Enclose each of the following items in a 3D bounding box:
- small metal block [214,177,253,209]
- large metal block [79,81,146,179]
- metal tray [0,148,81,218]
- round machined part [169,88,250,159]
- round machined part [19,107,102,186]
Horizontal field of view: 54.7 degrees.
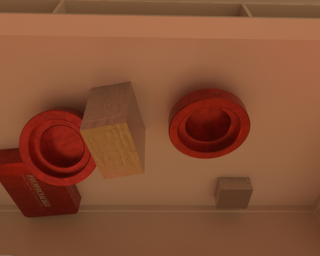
[{"bbox_3d":[0.118,0.105,0.501,0.050,0.025,0.050,0,130,-1],"label":"small metal block"},{"bbox_3d":[-0.052,0.002,0.374,0.050,0.080,0.080,-9,130,6],"label":"large metal block"},{"bbox_3d":[-0.185,0.086,0.476,0.091,0.030,0.129,-6,130,4],"label":"metal tray"},{"bbox_3d":[0.060,-0.010,0.391,0.099,0.042,0.097,-1,130,0],"label":"round machined part"},{"bbox_3d":[-0.122,0.021,0.398,0.099,0.042,0.097,0,104,1],"label":"round machined part"}]
